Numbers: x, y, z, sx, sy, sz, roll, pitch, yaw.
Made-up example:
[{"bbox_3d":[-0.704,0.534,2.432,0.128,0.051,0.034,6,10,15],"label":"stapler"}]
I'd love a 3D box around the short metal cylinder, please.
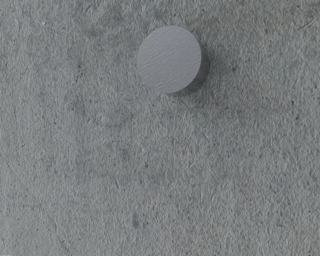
[{"bbox_3d":[0.018,-0.081,0.390,0.080,0.050,0.080,0,90,20],"label":"short metal cylinder"}]
